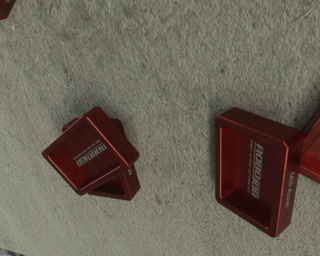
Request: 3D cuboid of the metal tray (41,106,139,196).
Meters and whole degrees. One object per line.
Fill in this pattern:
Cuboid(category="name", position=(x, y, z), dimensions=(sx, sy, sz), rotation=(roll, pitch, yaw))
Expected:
Cuboid(category="metal tray", position=(-0.102, 0.038, 0.440), dimensions=(0.130, 0.030, 0.090), rotation=(-33, 101, 38))

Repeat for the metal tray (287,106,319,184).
Cuboid(category="metal tray", position=(0.198, 0.007, 0.303), dimensions=(0.090, 0.030, 0.129), rotation=(29, 128, 9))

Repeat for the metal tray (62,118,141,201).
Cuboid(category="metal tray", position=(-0.089, 0.049, 0.480), dimensions=(0.090, 0.030, 0.129), rotation=(1, 119, 27))

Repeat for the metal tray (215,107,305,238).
Cuboid(category="metal tray", position=(0.107, 0.050, 0.354), dimensions=(0.090, 0.030, 0.129), rotation=(27, 133, 44))

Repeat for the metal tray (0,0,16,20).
Cuboid(category="metal tray", position=(-0.215, -0.210, 0.387), dimensions=(0.090, 0.030, 0.129), rotation=(49, 129, -7))
